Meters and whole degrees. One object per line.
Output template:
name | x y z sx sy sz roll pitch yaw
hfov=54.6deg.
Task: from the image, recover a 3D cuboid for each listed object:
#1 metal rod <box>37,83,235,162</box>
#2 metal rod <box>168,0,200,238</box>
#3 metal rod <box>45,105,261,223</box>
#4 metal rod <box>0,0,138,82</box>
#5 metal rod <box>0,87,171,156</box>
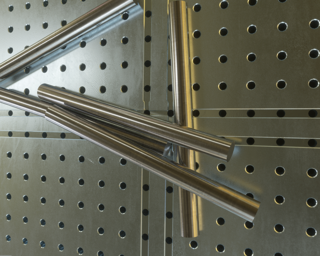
metal rod | -0.050 -0.015 0.412 0.300 0.025 0.025 18 96 25
metal rod | 0.031 -0.012 0.402 0.025 0.025 0.298 -3 89 20
metal rod | -0.023 0.036 0.393 0.300 0.025 0.025 24 98 18
metal rod | -0.169 -0.127 0.473 0.300 0.025 0.025 -22 83 18
metal rod | -0.127 -0.013 0.457 0.301 0.025 0.025 17 96 19
